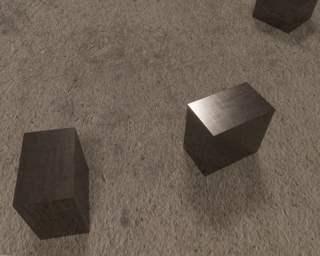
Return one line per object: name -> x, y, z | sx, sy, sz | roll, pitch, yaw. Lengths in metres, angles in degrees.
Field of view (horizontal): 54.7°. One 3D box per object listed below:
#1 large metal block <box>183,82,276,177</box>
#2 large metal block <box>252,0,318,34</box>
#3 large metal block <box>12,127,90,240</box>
large metal block -> 0.077, 0.002, 0.367 | 0.081, 0.080, 0.050 | -22, 54, -18
large metal block -> 0.237, -0.232, 0.585 | 0.080, 0.050, 0.080 | -36, 59, -27
large metal block -> -0.105, 0.058, 0.318 | 0.050, 0.080, 0.080 | -7, 51, -6
